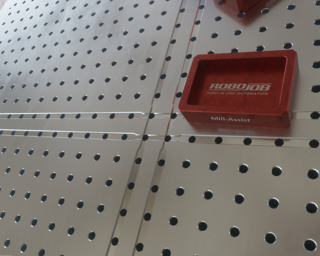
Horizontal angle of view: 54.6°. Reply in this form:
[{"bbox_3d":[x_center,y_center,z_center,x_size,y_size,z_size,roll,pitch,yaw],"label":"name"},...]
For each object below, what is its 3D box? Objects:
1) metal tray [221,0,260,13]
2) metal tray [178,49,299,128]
[{"bbox_3d":[0.148,-0.244,0.477,0.130,0.030,0.090,-37,51,3],"label":"metal tray"},{"bbox_3d":[0.096,-0.050,0.385,0.130,0.030,0.090,5,64,30],"label":"metal tray"}]
